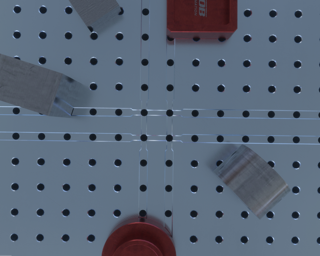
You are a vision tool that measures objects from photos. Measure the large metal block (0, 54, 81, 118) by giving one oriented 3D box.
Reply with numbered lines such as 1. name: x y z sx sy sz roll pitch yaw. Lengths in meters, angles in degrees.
1. large metal block: -0.154 -0.049 0.384 0.080 0.080 0.050 18 90 0

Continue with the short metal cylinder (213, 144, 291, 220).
1. short metal cylinder: 0.113 0.066 0.387 0.050 0.080 0.080 -44 90 0

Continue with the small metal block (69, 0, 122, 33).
1. small metal block: -0.088 -0.165 0.412 0.050 0.025 0.050 -34 90 0

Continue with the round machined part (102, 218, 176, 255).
1. round machined part: -0.028 0.172 0.405 0.099 0.042 0.097 0 90 0

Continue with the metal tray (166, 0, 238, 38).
1. metal tray: 0.054 -0.187 0.410 0.091 0.030 0.129 0 90 0
